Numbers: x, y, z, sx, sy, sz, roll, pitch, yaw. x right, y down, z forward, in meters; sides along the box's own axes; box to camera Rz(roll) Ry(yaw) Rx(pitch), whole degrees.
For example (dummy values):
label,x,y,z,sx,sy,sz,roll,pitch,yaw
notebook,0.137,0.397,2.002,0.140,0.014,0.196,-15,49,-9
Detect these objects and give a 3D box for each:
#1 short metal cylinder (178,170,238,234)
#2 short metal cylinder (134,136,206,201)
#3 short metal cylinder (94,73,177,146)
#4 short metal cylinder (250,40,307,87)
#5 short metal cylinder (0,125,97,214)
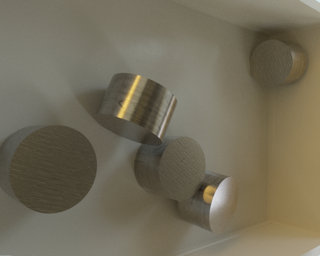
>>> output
label,x,y,z,sx,sy,sz,roll,pitch,yaw
short metal cylinder,0.070,0.103,0.441,0.081,0.050,0.079,-15,110,-48
short metal cylinder,0.014,0.050,0.404,0.081,0.050,0.079,0,90,-40
short metal cylinder,-0.027,-0.019,0.350,0.080,0.080,0.050,33,70,-36
short metal cylinder,0.209,-0.114,0.549,0.050,0.080,0.079,-10,96,-40
short metal cylinder,-0.109,0.037,0.300,0.081,0.050,0.079,0,90,-40
